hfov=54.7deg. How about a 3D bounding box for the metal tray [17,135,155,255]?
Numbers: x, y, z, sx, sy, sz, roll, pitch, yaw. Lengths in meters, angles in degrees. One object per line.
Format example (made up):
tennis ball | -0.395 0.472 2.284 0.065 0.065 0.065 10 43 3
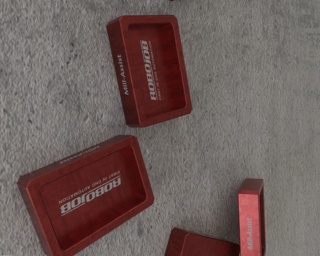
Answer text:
metal tray | -0.073 0.070 0.339 0.131 0.030 0.089 -25 106 -37

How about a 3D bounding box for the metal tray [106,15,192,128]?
metal tray | -0.010 -0.073 0.392 0.091 0.030 0.129 -18 101 -39

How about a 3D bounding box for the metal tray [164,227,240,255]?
metal tray | 0.060 0.204 0.452 0.131 0.030 0.090 27 73 -37

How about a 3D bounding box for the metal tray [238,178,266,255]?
metal tray | 0.151 0.155 0.503 0.090 0.030 0.129 -9 97 -67
